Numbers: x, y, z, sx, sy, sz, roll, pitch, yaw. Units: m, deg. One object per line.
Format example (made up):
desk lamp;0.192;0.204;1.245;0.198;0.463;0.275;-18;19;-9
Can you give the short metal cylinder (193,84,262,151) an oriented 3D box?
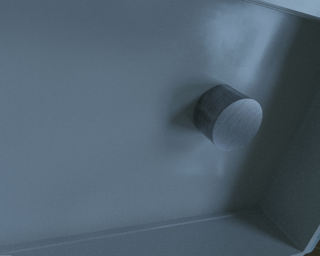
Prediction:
short metal cylinder;0.094;-0.015;0.434;0.081;0.050;0.080;-14;124;-21
